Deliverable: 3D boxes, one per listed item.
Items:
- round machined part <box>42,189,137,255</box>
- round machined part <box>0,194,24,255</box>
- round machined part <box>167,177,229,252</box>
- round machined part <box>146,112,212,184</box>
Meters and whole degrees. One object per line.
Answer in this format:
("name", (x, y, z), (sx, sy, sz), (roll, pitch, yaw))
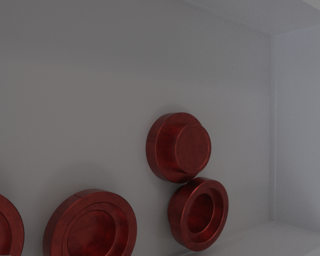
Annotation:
("round machined part", (-0.077, 0.114, 0.332), (0.099, 0.042, 0.097), (0, 90, -40))
("round machined part", (-0.169, 0.094, 0.252), (0.099, 0.042, 0.097), (0, 90, -42))
("round machined part", (0.049, 0.116, 0.432), (0.099, 0.042, 0.097), (-8, 101, -41))
("round machined part", (0.032, 0.027, 0.422), (0.099, 0.042, 0.097), (0, 90, -40))
